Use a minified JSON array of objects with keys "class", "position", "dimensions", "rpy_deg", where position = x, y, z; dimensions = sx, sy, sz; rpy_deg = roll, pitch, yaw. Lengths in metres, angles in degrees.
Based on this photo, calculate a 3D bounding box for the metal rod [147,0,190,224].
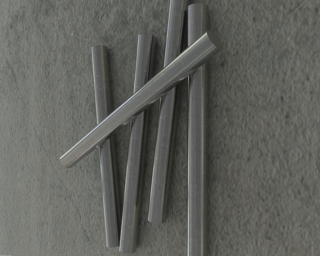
[{"class":"metal rod","position":[0.011,-0.027,0.393],"dimensions":[0.025,0.025,0.298],"rpy_deg":[10,96,39]}]

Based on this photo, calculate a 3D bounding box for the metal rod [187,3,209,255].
[{"class":"metal rod","position":[0.045,0.006,0.366],"dimensions":[0.025,0.025,0.298],"rpy_deg":[0,90,39]}]

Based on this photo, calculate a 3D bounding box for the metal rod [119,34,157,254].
[{"class":"metal rod","position":[-0.031,0.025,0.428],"dimensions":[0.025,0.025,0.298],"rpy_deg":[9,96,39]}]

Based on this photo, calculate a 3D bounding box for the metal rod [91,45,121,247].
[{"class":"metal rod","position":[-0.080,0.024,0.468],"dimensions":[0.025,0.025,0.298],"rpy_deg":[-9,84,39]}]

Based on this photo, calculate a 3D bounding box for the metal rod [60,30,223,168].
[{"class":"metal rod","position":[-0.045,-0.020,0.405],"dimensions":[0.299,0.025,0.025],"rpy_deg":[-35,69,34]}]
